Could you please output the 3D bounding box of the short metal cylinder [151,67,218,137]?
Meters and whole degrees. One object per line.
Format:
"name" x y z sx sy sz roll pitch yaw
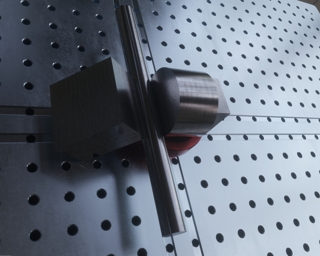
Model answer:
"short metal cylinder" 0.024 -0.029 0.366 0.050 0.080 0.080 1 62 -28

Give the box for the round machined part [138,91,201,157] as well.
"round machined part" 0.004 -0.006 0.403 0.099 0.042 0.098 14 56 -21

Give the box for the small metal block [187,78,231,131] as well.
"small metal block" 0.056 -0.028 0.387 0.025 0.050 0.050 1 62 -28

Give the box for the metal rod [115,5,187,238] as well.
"metal rod" -0.018 -0.028 0.364 0.025 0.025 0.299 1 61 -28

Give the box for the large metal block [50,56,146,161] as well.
"large metal block" -0.069 -0.018 0.340 0.050 0.080 0.080 40 33 -60
